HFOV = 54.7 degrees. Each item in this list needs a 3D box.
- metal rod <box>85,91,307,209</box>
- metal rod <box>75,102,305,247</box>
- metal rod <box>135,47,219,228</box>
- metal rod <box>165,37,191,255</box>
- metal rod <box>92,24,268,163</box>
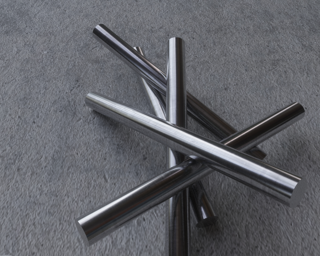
[{"bbox_3d":[0.004,0.004,0.334,0.025,0.025,0.300,-37,39,-27],"label":"metal rod"},{"bbox_3d":[0.056,0.032,0.327,0.302,0.025,0.025,-24,54,-30],"label":"metal rod"},{"bbox_3d":[0.005,-0.012,0.413,0.025,0.025,0.300,-13,51,-11],"label":"metal rod"},{"bbox_3d":[0.019,0.016,0.352,0.025,0.025,0.299,1,61,0],"label":"metal rod"},{"bbox_3d":[0.014,-0.053,0.419,0.300,0.025,0.025,41,61,19],"label":"metal rod"}]
